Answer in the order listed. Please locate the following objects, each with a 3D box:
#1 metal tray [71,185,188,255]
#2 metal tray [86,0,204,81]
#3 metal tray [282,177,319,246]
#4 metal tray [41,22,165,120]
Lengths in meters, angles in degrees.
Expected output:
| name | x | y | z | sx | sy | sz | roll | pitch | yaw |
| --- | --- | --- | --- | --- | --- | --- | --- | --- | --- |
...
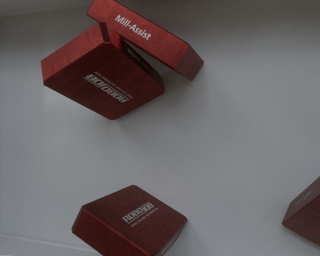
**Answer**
| name | x | y | z | sx | sy | sz | roll | pitch | yaw |
| --- | --- | --- | --- | --- | --- | --- | --- | --- | --- |
| metal tray | -0.028 | 0.113 | 0.364 | 0.090 | 0.130 | 0.030 | 29 | 100 | 17 |
| metal tray | -0.015 | -0.109 | 0.380 | 0.130 | 0.090 | 0.030 | 35 | 100 | 16 |
| metal tray | 0.180 | 0.089 | 0.293 | 0.090 | 0.130 | 0.030 | 27 | 67 | 18 |
| metal tray | -0.063 | -0.060 | 0.375 | 0.090 | 0.130 | 0.030 | -27 | 62 | 18 |
